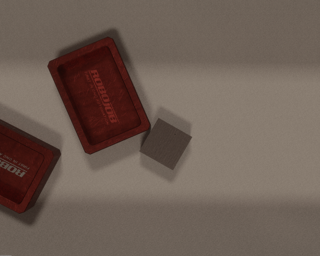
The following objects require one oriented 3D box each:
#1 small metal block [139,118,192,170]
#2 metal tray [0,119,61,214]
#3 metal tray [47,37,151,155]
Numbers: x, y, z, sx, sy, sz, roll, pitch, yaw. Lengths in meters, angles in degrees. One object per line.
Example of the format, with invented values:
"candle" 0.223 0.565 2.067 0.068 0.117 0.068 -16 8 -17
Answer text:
"small metal block" 0.007 0.021 0.412 0.050 0.025 0.050 30 90 -1
"metal tray" -0.211 0.041 0.406 0.130 0.030 0.090 27 90 -1
"metal tray" -0.078 -0.041 0.407 0.090 0.030 0.129 -23 90 -1
